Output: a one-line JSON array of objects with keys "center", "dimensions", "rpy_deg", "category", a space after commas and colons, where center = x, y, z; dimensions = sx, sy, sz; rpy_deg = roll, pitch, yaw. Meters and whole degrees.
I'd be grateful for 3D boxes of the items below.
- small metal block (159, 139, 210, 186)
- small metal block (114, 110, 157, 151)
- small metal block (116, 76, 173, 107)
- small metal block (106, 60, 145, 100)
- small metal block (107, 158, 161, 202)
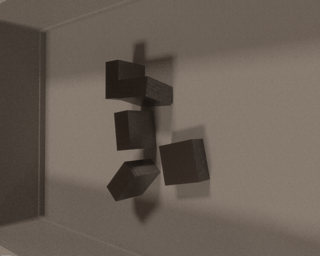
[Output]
[{"center": [0.029, 0.042, 0.381], "dimensions": [0.050, 0.025, 0.050], "rpy_deg": [-15, 81, 38], "category": "small metal block"}, {"center": [-0.032, 0.003, 0.415], "dimensions": [0.025, 0.050, 0.050], "rpy_deg": [-9, 85, 39], "category": "small metal block"}, {"center": [-0.020, -0.046, 0.402], "dimensions": [0.050, 0.050, 0.025], "rpy_deg": [0, 81, 39], "category": "small metal block"}, {"center": [-0.047, -0.064, 0.427], "dimensions": [0.025, 0.050, 0.050], "rpy_deg": [1, 90, 40], "category": "small metal block"}, {"center": [-0.035, 0.069, 0.418], "dimensions": [0.025, 0.050, 0.050], "rpy_deg": [51, 120, 27], "category": "small metal block"}]
